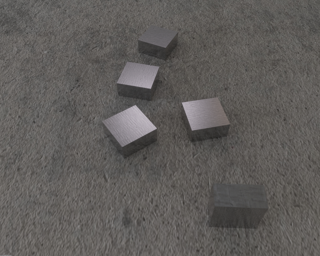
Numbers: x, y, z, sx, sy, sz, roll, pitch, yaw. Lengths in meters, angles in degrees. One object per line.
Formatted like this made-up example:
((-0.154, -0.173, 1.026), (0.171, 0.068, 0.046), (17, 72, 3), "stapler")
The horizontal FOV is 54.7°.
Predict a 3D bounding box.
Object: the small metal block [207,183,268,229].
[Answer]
((0.078, 0.081, 0.319), (0.050, 0.050, 0.025), (2, 50, 1), "small metal block")

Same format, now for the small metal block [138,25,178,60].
((-0.003, -0.146, 0.525), (0.050, 0.025, 0.050), (20, 53, 16), "small metal block")

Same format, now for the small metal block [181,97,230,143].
((0.059, -0.011, 0.413), (0.050, 0.025, 0.050), (-9, 51, -8), "small metal block")

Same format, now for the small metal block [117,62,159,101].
((-0.031, -0.070, 0.462), (0.050, 0.025, 0.050), (11, 51, 8), "small metal block")

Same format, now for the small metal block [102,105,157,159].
((-0.039, 0.004, 0.399), (0.050, 0.025, 0.050), (-28, 56, -22), "small metal block")
